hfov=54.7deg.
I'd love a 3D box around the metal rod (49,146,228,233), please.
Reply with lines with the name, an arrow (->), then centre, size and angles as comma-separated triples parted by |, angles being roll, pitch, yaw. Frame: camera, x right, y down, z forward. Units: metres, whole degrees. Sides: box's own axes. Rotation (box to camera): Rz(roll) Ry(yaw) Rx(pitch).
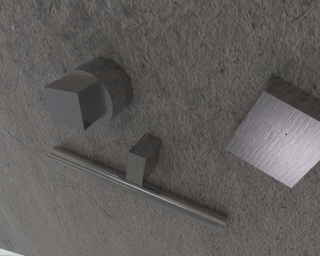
metal rod -> -0.043, 0.090, 0.485 | 0.301, 0.025, 0.025 | 19, 126, 16

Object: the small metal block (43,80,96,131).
small metal block -> -0.110, -0.029, 0.383 | 0.050, 0.025, 0.050 | 11, 123, 22

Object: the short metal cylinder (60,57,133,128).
short metal cylinder -> -0.083, -0.046, 0.406 | 0.080, 0.050, 0.079 | 13, 124, 21

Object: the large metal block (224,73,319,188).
large metal block -> 0.128, 0.003, 0.325 | 0.080, 0.050, 0.079 | 31, 128, 8

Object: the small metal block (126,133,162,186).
small metal block -> -0.022, 0.043, 0.429 | 0.025, 0.050, 0.050 | 21, 126, 16
